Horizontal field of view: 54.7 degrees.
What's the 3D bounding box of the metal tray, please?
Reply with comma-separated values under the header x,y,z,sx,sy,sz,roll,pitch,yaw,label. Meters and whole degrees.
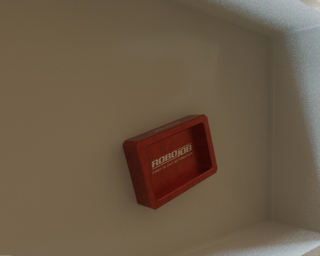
x,y,z,sx,sy,sz,roll,pitch,yaw,label
0.020,0.041,0.421,0.131,0.030,0.089,-22,104,-38,metal tray
